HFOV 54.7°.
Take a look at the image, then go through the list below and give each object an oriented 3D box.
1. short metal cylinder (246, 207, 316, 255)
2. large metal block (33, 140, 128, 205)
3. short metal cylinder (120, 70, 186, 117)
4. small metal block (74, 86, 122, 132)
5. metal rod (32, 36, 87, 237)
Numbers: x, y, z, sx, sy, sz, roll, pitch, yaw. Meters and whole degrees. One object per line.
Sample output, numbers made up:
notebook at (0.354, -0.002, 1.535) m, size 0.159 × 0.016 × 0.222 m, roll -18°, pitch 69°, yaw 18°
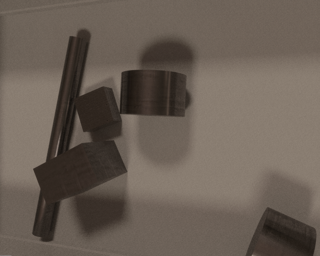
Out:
short metal cylinder at (0.127, 0.134, 0.336) m, size 0.050 × 0.080 × 0.080 m, roll 23°, pitch 98°, yaw 18°
large metal block at (-0.104, 0.057, 0.417) m, size 0.080 × 0.080 × 0.050 m, roll -27°, pitch 82°, yaw 18°
short metal cylinder at (-0.008, -0.040, 0.383) m, size 0.080 × 0.080 × 0.050 m, roll 3°, pitch 91°, yaw 19°
small metal block at (-0.088, -0.026, 0.440) m, size 0.050 × 0.025 × 0.050 m, roll -20°, pitch 84°, yaw 18°
metal rod at (-0.150, 0.015, 0.461) m, size 0.025 × 0.025 × 0.298 m, roll 14°, pitch 94°, yaw 19°
